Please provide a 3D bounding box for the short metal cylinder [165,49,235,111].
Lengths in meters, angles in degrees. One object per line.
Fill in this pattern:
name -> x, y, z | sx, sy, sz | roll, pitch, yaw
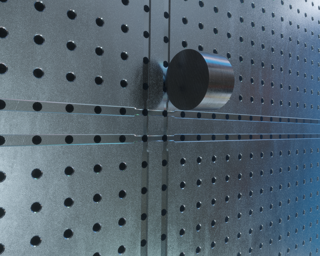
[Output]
short metal cylinder -> 0.053, -0.063, 0.420 | 0.050, 0.080, 0.079 | -2, 92, -40
